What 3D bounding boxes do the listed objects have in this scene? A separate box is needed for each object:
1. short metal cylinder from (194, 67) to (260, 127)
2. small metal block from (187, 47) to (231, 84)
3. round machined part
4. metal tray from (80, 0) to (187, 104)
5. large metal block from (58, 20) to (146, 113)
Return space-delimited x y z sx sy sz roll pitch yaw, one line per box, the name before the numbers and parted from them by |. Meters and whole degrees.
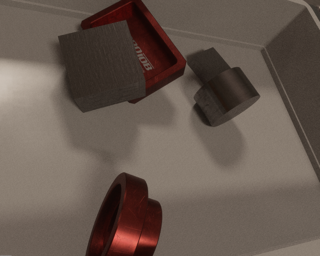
short metal cylinder | 0.097 -0.044 0.452 0.081 0.080 0.050 -21 73 -36
small metal block | 0.083 -0.102 0.515 0.050 0.025 0.050 -31 79 -38
round machined part | -0.031 0.094 0.286 0.042 0.097 0.098 23 53 -15
metal tray | -0.036 -0.110 0.425 0.090 0.030 0.130 -32 79 -10
large metal block | -0.067 -0.073 0.373 0.081 0.050 0.080 -16 76 -7
